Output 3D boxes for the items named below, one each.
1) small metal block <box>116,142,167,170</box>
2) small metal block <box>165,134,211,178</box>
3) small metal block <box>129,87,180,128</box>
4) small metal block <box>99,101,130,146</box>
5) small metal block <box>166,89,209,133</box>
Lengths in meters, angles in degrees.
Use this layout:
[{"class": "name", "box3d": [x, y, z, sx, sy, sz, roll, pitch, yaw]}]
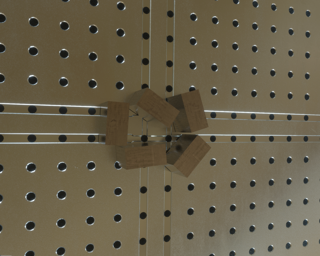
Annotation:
[{"class": "small metal block", "box3d": [-0.025, 0.034, 0.390, 0.050, 0.050, 0.025, -5, 92, -20]}, {"class": "small metal block", "box3d": [0.033, 0.035, 0.410, 0.025, 0.050, 0.050, 44, 76, -14]}, {"class": "small metal block", "box3d": [-0.010, -0.024, 0.395, 0.050, 0.050, 0.025, 35, 80, -17]}, {"class": "small metal block", "box3d": [-0.057, -0.005, 0.378, 0.025, 0.050, 0.050, 4, 89, -20]}, {"class": "small metal block", "box3d": [0.035, -0.021, 0.411, 0.025, 0.050, 0.050, -17, 95, -19]}]
